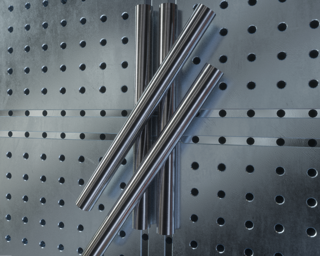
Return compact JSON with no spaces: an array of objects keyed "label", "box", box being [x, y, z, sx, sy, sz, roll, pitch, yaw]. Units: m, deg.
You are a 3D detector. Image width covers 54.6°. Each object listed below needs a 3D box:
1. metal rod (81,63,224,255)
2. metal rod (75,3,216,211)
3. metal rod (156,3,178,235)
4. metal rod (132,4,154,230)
[{"label":"metal rod","box":[-0.015,0.053,0.392,0.025,0.025,0.299,36,101,16]},{"label":"metal rod","box":[-0.024,-0.017,0.396,0.025,0.025,0.299,36,101,16]},{"label":"metal rod","box":[0.009,-0.012,0.410,0.025,0.025,0.298,1,90,20]},{"label":"metal rod","box":[-0.023,-0.014,0.422,0.025,0.025,0.298,1,90,20]}]
